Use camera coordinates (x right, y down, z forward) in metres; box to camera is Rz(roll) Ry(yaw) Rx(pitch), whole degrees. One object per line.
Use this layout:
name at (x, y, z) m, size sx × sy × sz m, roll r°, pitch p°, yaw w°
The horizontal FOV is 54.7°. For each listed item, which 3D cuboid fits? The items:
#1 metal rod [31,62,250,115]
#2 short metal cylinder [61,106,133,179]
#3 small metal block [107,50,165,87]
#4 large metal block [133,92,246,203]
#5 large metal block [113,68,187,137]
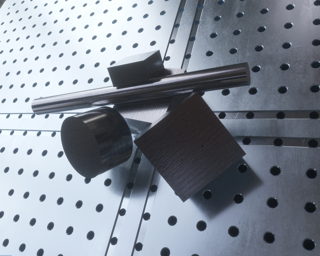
metal rod at (-0.043, -0.044, 0.389) m, size 0.300 × 0.025 × 0.025 m, roll -5°, pitch 59°, yaw 25°
short metal cylinder at (-0.081, 0.017, 0.392) m, size 0.080 × 0.079 × 0.050 m, roll 21°, pitch 30°, yaw 36°
small metal block at (-0.029, -0.074, 0.385) m, size 0.050 × 0.025 × 0.050 m, roll -6°, pitch 24°, yaw 25°
large metal block at (0.030, 0.018, 0.334) m, size 0.080 × 0.050 × 0.080 m, roll -39°, pitch 95°, yaw 2°
large metal block at (-0.007, -0.033, 0.411) m, size 0.080 × 0.050 × 0.080 m, roll 12°, pitch 67°, yaw 33°
